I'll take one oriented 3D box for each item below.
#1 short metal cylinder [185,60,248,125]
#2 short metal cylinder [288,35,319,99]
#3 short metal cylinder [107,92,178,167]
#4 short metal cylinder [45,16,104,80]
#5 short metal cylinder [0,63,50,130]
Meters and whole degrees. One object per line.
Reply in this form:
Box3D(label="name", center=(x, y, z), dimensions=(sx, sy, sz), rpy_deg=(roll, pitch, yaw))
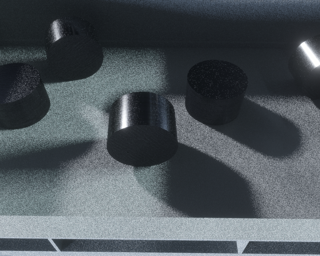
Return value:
Box3D(label="short metal cylinder", center=(0.077, -0.050, 0.431), dimensions=(0.080, 0.050, 0.080), rpy_deg=(0, 50, 0))
Box3D(label="short metal cylinder", center=(0.234, -0.087, 0.444), dimensions=(0.081, 0.080, 0.050), rpy_deg=(-6, 50, -5))
Box3D(label="short metal cylinder", center=(-0.021, 0.003, 0.366), dimensions=(0.081, 0.080, 0.050), rpy_deg=(-2, 50, -2))
Box3D(label="short metal cylinder", center=(-0.130, -0.120, 0.469), dimensions=(0.081, 0.080, 0.050), rpy_deg=(-13, 52, -11))
Box3D(label="short metal cylinder", center=(-0.198, -0.044, 0.425), dimensions=(0.080, 0.050, 0.080), rpy_deg=(0, 50, 0))
